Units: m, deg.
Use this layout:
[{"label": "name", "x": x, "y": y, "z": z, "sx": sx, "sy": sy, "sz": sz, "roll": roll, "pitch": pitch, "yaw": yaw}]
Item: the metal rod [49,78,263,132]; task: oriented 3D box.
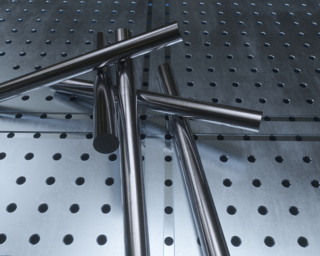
[{"label": "metal rod", "x": -0.020, "y": -0.038, "z": 0.413, "sx": 0.301, "sy": 0.025, "sz": 0.025, "roll": 12, "pitch": 51, "yaw": 19}]

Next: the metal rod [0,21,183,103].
[{"label": "metal rod", "x": -0.117, "y": -0.078, "z": 0.406, "sx": 0.301, "sy": 0.025, "sz": 0.025, "roll": -16, "pitch": 49, "yaw": 13}]

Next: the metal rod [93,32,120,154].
[{"label": "metal rod", "x": -0.077, "y": -0.070, "z": 0.416, "sx": 0.025, "sy": 0.025, "sz": 0.300, "roll": -8, "pitch": 36, "yaw": -7}]

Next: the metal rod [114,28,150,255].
[{"label": "metal rod", "x": -0.037, "y": -0.001, "z": 0.369, "sx": 0.025, "sy": 0.025, "sz": 0.299, "roll": -5, "pitch": 62, "yaw": -4}]

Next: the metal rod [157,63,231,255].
[{"label": "metal rod", "x": 0.033, "y": 0.022, "z": 0.389, "sx": 0.025, "sy": 0.025, "sz": 0.300, "roll": -7, "pitch": 50, "yaw": -7}]
